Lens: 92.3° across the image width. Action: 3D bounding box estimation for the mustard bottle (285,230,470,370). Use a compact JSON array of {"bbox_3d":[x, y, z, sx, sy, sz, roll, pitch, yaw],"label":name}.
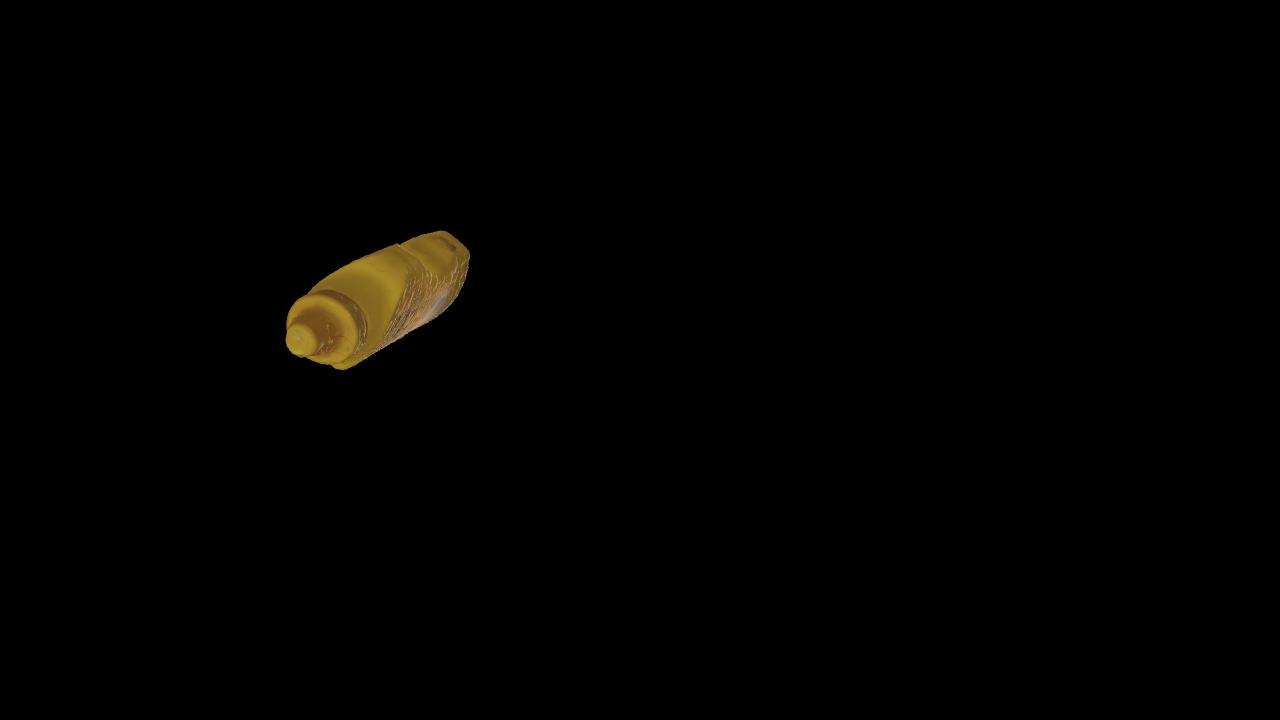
[{"bbox_3d":[-0.177,-0.037,0.414,0.092,0.054,0.184,-41,12,14],"label":"mustard bottle"}]
